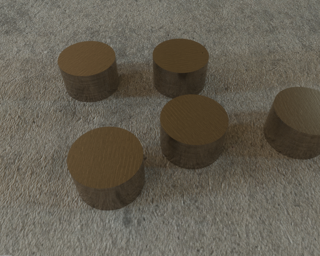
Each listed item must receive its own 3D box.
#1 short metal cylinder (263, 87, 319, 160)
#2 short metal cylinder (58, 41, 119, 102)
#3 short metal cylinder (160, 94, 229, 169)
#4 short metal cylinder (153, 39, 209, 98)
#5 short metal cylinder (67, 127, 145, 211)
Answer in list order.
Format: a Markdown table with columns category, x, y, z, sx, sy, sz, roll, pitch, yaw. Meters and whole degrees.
| category | x | y | z | sx | sy | sz | roll | pitch | yaw |
| --- | --- | --- | --- | --- | --- | --- | --- | --- | --- |
| short metal cylinder | 0.179 | -0.007 | 0.394 | 0.080 | 0.050 | 0.080 | 0 | 50 | 0 |
| short metal cylinder | -0.103 | -0.084 | 0.457 | 0.080 | 0.050 | 0.080 | 0 | 50 | 0 |
| short metal cylinder | 0.040 | 0.004 | 0.384 | 0.080 | 0.050 | 0.080 | 0 | 50 | 0 |
| short metal cylinder | 0.030 | -0.089 | 0.462 | 0.080 | 0.050 | 0.080 | 0 | 50 | 0 |
| short metal cylinder | -0.058 | 0.045 | 0.349 | 0.080 | 0.050 | 0.080 | 0 | 50 | 0 |
